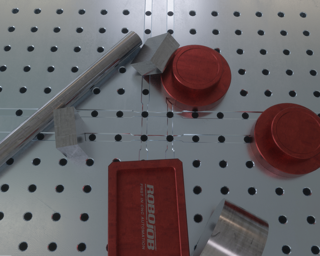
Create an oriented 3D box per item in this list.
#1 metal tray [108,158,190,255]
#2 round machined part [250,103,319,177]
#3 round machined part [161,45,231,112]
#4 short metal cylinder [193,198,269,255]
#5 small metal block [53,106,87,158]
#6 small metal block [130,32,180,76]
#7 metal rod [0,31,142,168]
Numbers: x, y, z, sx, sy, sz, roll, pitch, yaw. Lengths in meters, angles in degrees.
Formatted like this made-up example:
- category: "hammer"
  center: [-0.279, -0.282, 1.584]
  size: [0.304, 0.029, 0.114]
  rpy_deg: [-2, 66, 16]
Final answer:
- category: "metal tray"
  center: [-0.015, 0.105, 0.370]
  size: [0.091, 0.030, 0.130]
  rpy_deg: [-3, 70, -1]
- category: "round machined part"
  center: [0.171, 0.011, 0.400]
  size: [0.099, 0.042, 0.098]
  rpy_deg: [0, 70, 0]
- category: "round machined part"
  center: [0.050, -0.075, 0.430]
  size: [0.099, 0.042, 0.098]
  rpy_deg: [0, 70, 0]
- category: "short metal cylinder"
  center: [0.075, 0.124, 0.337]
  size: [0.050, 0.080, 0.080]
  rpy_deg: [28, 72, 9]
- category: "small metal block"
  center: [-0.114, 0.007, 0.395]
  size: [0.025, 0.050, 0.050]
  rpy_deg: [-10, 71, -4]
- category: "small metal block"
  center: [-0.007, -0.102, 0.434]
  size: [0.025, 0.050, 0.050]
  rpy_deg: [42, 69, -31]
- category: "metal rod"
  center: [-0.139, -0.032, 0.422]
  size: [0.025, 0.025, 0.301]
  rpy_deg: [42, 75, 13]
